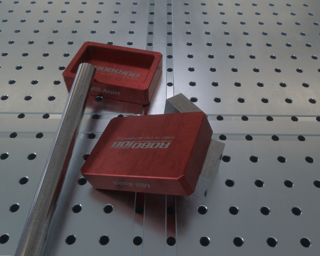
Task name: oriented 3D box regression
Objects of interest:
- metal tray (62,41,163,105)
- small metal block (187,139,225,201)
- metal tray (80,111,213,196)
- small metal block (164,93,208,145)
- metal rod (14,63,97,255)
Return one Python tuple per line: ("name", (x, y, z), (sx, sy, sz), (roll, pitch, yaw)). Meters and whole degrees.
("metal tray", (-0.069, -0.087, 0.476), (0.131, 0.030, 0.090), (11, 51, 9))
("small metal block", (0.051, 0.046, 0.353), (0.025, 0.050, 0.050), (20, 53, 16))
("metal tray", (-0.015, 0.026, 0.349), (0.130, 0.030, 0.090), (-2, 45, 30))
("small metal block", (0.030, -0.008, 0.396), (0.025, 0.050, 0.050), (-26, 55, -29))
("metal rod", (-0.116, 0.041, 0.351), (0.025, 0.025, 0.300), (4, 56, 4))
